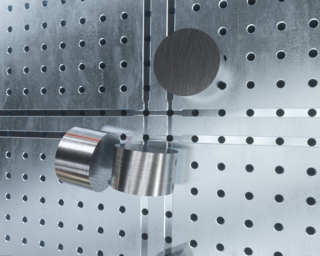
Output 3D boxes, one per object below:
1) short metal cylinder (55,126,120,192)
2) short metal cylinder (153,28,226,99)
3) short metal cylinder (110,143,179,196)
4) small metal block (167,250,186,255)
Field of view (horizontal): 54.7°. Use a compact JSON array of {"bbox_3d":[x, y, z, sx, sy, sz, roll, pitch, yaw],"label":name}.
[{"bbox_3d":[-0.094,0.041,0.416,0.050,0.080,0.079,11,94,20],"label":"short metal cylinder"},{"bbox_3d":[0.038,-0.077,0.386,0.080,0.050,0.079,0,90,20],"label":"short metal cylinder"},{"bbox_3d":[-0.020,0.050,0.390,0.080,0.080,0.050,7,93,20],"label":"short metal cylinder"},{"bbox_3d":[0.017,0.196,0.407,0.050,0.025,0.050,-27,81,18],"label":"small metal block"}]
